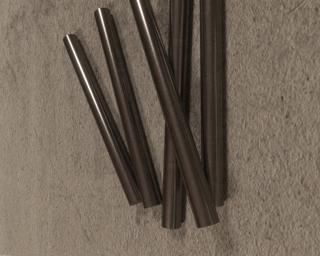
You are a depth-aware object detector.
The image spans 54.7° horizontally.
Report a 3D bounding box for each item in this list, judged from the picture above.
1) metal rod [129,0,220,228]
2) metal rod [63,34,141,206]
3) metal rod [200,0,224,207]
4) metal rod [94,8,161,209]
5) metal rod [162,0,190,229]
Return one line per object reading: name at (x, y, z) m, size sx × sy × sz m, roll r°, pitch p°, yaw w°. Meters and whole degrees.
metal rod at (0.010, -0.038, 0.360) m, size 0.025 × 0.025 × 0.299 m, roll -26°, pitch 74°, yaw 37°
metal rod at (-0.092, -0.025, 0.477) m, size 0.025 × 0.025 × 0.299 m, roll -39°, pitch 67°, yaw 33°
metal rod at (0.059, -0.062, 0.354) m, size 0.025 × 0.025 × 0.298 m, roll -1°, pitch 89°, yaw 39°
metal rod at (-0.049, -0.036, 0.442) m, size 0.025 × 0.025 × 0.299 m, roll -25°, pitch 74°, yaw 37°
metal rod at (0.020, -0.025, 0.386) m, size 0.025 × 0.025 × 0.298 m, roll 3°, pitch 92°, yaw 39°
